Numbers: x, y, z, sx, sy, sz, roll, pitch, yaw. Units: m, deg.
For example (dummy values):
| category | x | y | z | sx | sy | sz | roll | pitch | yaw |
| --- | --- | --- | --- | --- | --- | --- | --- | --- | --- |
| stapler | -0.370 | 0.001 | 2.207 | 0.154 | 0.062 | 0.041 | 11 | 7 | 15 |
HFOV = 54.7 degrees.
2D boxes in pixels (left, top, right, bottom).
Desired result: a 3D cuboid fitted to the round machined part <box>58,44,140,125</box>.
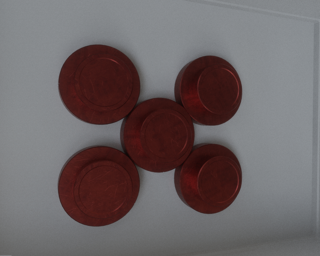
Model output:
| category | x | y | z | sx | sy | sz | roll | pitch | yaw |
| --- | --- | --- | --- | --- | --- | --- | --- | --- | --- |
| round machined part | -0.071 | -0.053 | 0.374 | 0.099 | 0.042 | 0.097 | 0 | 90 | -21 |

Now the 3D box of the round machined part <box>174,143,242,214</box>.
| category | x | y | z | sx | sy | sz | roll | pitch | yaw |
| --- | --- | --- | --- | --- | --- | --- | --- | --- | --- |
| round machined part | 0.073 | 0.071 | 0.429 | 0.099 | 0.042 | 0.097 | 0 | 90 | -21 |

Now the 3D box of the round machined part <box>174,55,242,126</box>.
| category | x | y | z | sx | sy | sz | roll | pitch | yaw |
| --- | --- | --- | --- | --- | --- | --- | --- | --- | --- |
| round machined part | 0.073 | -0.052 | 0.428 | 0.099 | 0.042 | 0.097 | 0 | 90 | -21 |

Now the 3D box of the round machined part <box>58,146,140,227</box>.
| category | x | y | z | sx | sy | sz | roll | pitch | yaw |
| --- | --- | --- | --- | --- | --- | --- | --- | --- | --- |
| round machined part | -0.071 | 0.071 | 0.375 | 0.099 | 0.042 | 0.097 | 0 | 90 | -21 |

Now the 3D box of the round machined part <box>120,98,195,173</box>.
| category | x | y | z | sx | sy | sz | roll | pitch | yaw |
| --- | --- | --- | --- | --- | --- | --- | --- | --- | --- |
| round machined part | 0.001 | 0.009 | 0.401 | 0.099 | 0.042 | 0.097 | 0 | 90 | -21 |
